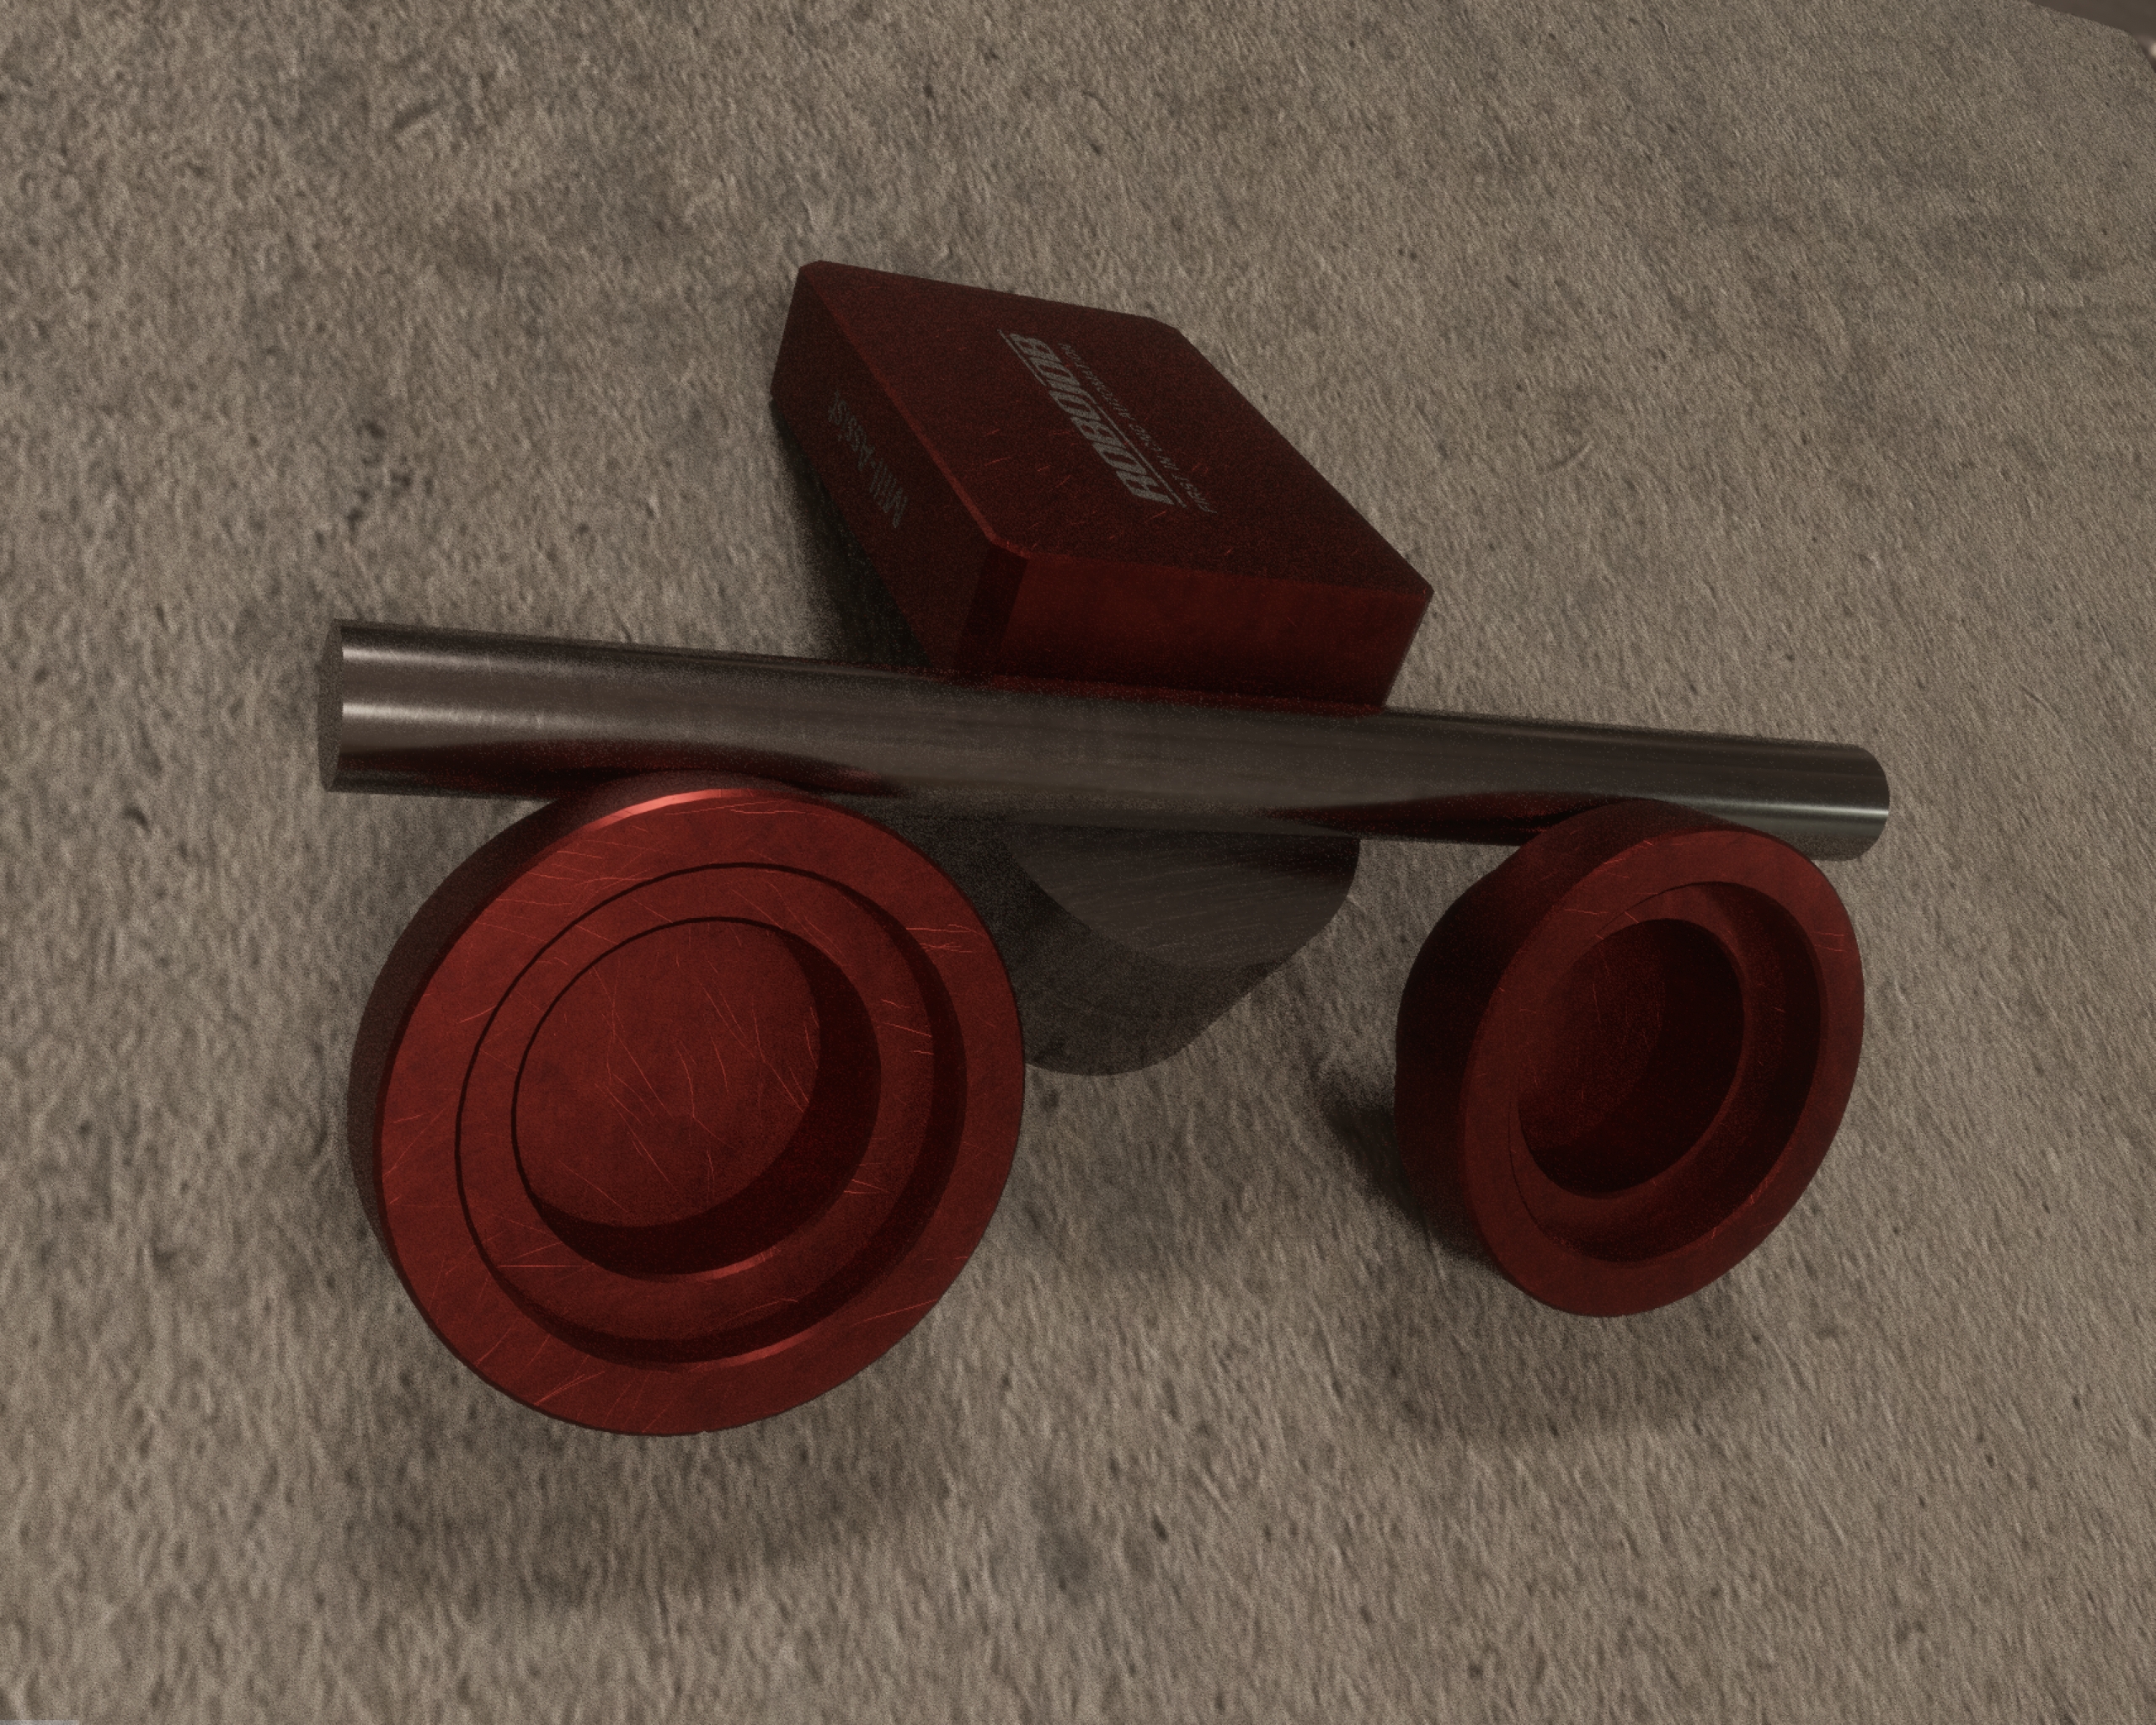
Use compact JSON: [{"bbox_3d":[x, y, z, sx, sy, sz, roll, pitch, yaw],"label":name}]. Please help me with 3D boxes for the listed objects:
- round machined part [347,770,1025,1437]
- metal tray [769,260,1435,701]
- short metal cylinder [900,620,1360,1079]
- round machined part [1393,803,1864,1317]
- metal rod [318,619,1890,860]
[{"bbox_3d":[-0.061,0.034,0.321,0.099,0.042,0.097,-6,103,-28],"label":"round machined part"},{"bbox_3d":[0.000,-0.075,0.415,0.091,0.030,0.130,2,35,-28],"label":"metal tray"},{"bbox_3d":[0.006,-0.005,0.398,0.081,0.050,0.080,14,56,-21],"label":"short metal cylinder"},{"bbox_3d":[0.102,0.035,0.407,0.099,0.042,0.097,-8,108,-26],"label":"round machined part"},{"bbox_3d":[0.027,-0.018,0.369,0.303,0.025,0.025,2,61,-28],"label":"metal rod"}]
